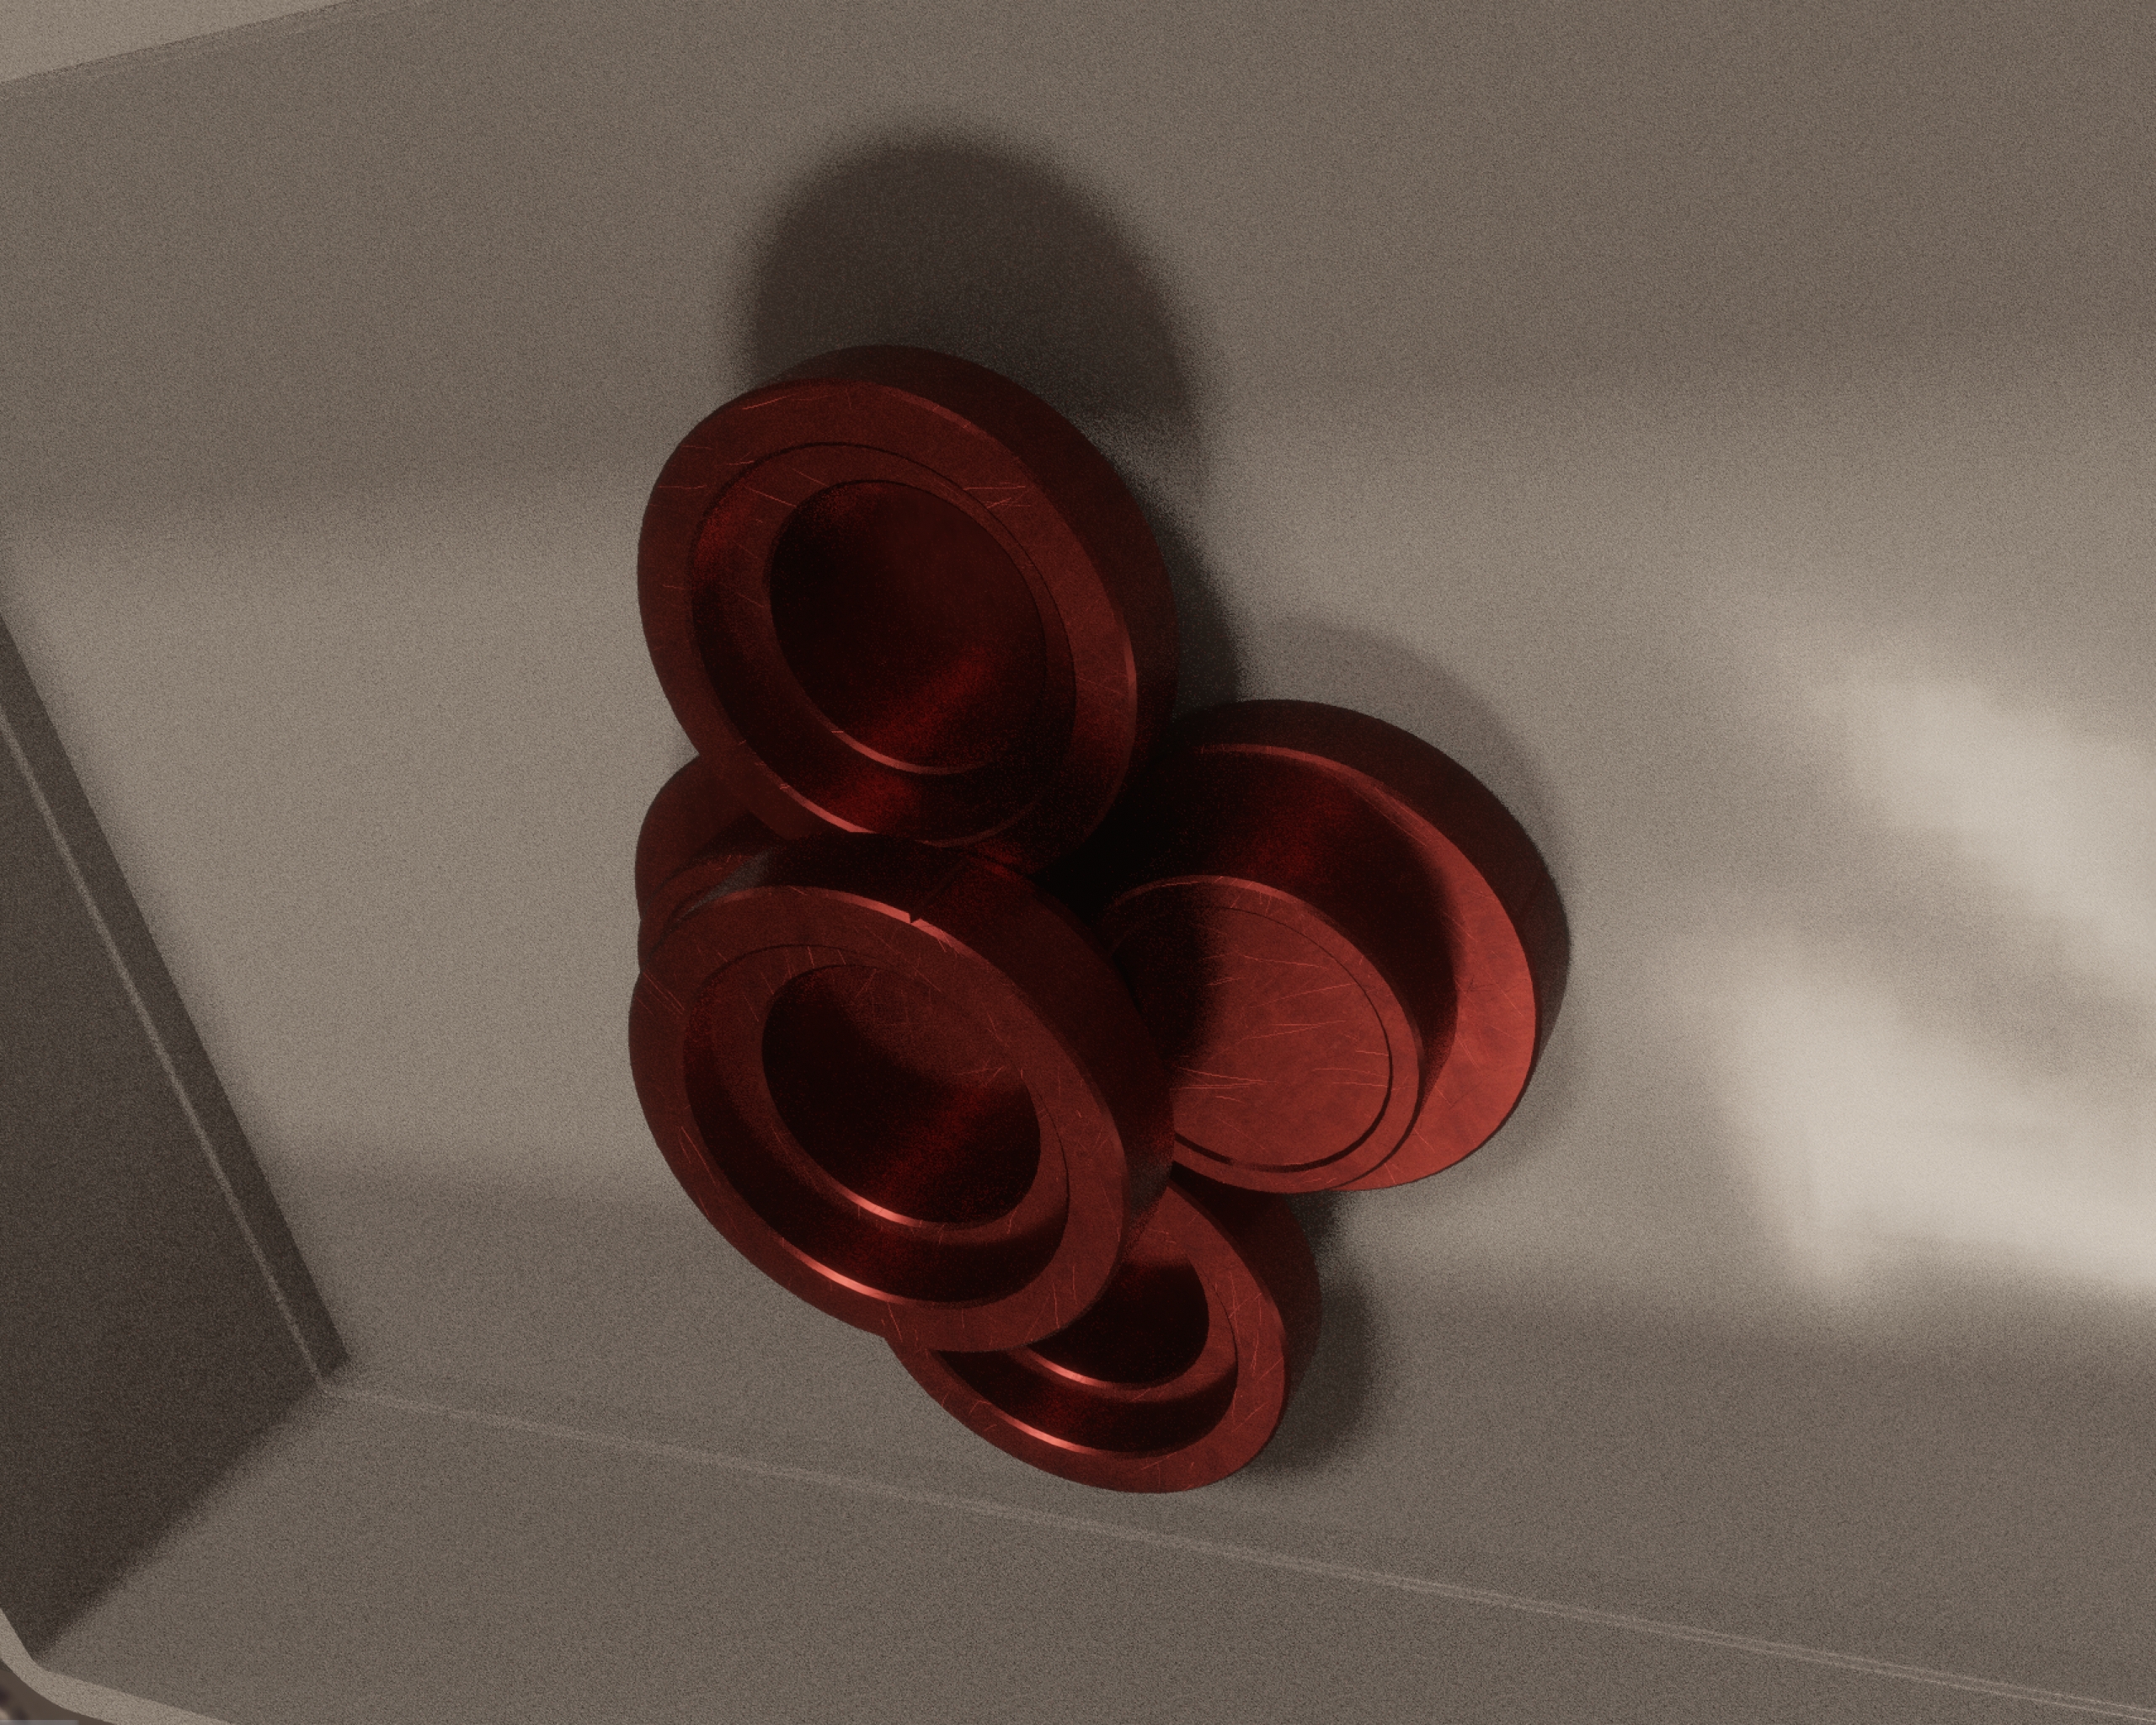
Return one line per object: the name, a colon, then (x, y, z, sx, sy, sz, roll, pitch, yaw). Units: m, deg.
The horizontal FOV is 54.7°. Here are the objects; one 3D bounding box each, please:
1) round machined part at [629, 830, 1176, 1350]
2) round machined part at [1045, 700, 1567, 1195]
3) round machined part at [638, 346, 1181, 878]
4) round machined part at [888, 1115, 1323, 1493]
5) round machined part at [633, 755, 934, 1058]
round machined part: (-0.028, 0.037, 0.376, 0.098, 0.042, 0.097, 13, 124, 20)
round machined part: (0.037, 0.022, 0.388, 0.098, 0.042, 0.097, 13, 124, 20)
round machined part: (-0.027, -0.046, 0.379, 0.098, 0.042, 0.097, 13, 124, 20)
round machined part: (0.005, 0.082, 0.442, 0.098, 0.042, 0.097, 13, 124, 20)
round machined part: (-0.051, 0.019, 0.432, 0.098, 0.042, 0.097, 13, 124, 20)
